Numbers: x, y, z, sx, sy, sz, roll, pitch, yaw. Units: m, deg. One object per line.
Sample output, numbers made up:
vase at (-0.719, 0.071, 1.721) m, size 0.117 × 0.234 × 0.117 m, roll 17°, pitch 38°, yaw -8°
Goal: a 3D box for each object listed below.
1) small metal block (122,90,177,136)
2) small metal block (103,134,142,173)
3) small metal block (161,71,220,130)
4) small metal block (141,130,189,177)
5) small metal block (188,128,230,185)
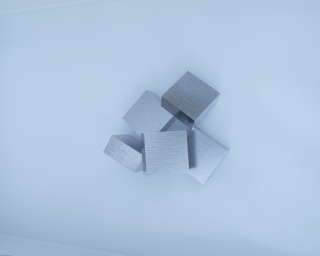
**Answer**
small metal block at (-0.013, -0.014, 0.411) m, size 0.050 × 0.025 × 0.050 m, roll 45°, pitch 104°, yaw 14°
small metal block at (-0.037, 0.032, 0.407) m, size 0.050 × 0.050 × 0.025 m, roll 31°, pitch 100°, yaw 17°
small metal block at (0.037, -0.035, 0.383) m, size 0.050 × 0.025 × 0.050 m, roll 39°, pitch 69°, yaw 15°
small metal block at (0.005, 0.029, 0.368) m, size 0.050 × 0.025 × 0.050 m, roll -3°, pitch 89°, yaw -13°
small metal block at (0.051, 0.034, 0.390) m, size 0.050 × 0.025 × 0.050 m, roll 37°, pitch 101°, yaw 16°
